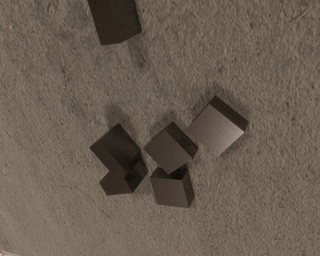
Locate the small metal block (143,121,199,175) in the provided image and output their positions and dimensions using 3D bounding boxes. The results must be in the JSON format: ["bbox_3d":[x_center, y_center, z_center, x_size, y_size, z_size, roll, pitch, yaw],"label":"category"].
[{"bbox_3d":[0.014,0.027,0.415,0.050,0.025,0.050,46,129,-5],"label":"small metal block"}]

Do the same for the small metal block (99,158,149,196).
[{"bbox_3d":[-0.053,0.073,0.462,0.050,0.050,0.025,-14,111,33],"label":"small metal block"}]

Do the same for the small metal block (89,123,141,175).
[{"bbox_3d":[-0.063,0.029,0.440,0.025,0.050,0.050,-32,101,38],"label":"small metal block"}]

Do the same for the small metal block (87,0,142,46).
[{"bbox_3d":[-0.048,-0.123,0.339,0.025,0.050,0.050,1,119,28],"label":"small metal block"}]

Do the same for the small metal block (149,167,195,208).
[{"bbox_3d":[0.018,0.086,0.449,0.050,0.025,0.050,-1,118,28],"label":"small metal block"}]

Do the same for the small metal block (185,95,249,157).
[{"bbox_3d":[0.068,-0.002,0.369,0.050,0.025,0.050,39,129,1],"label":"small metal block"}]
